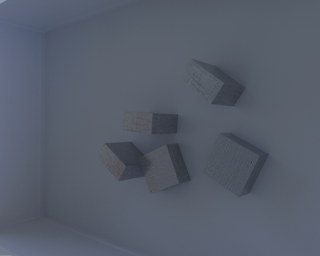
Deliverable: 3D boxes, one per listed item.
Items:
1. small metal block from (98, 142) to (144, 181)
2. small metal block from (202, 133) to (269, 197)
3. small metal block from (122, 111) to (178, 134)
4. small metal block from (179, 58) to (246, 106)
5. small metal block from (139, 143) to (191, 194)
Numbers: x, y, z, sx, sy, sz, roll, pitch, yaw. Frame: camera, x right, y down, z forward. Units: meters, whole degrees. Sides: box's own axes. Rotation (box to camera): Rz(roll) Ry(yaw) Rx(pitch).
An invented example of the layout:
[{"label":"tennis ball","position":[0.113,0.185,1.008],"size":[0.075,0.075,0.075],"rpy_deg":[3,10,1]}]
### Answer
[{"label":"small metal block","position":[-0.048,0.045,0.428],"size":[0.050,0.050,0.025],"rpy_deg":[41,115,32]},{"label":"small metal block","position":[0.081,0.039,0.339],"size":[0.050,0.025,0.050],"rpy_deg":[33,110,35]},{"label":"small metal block","position":[-0.013,-0.007,0.399],"size":[0.050,0.050,0.025],"rpy_deg":[6,94,39]},{"label":"small metal block","position":[0.058,-0.049,0.341],"size":[0.050,0.050,0.025],"rpy_deg":[44,117,30]},{"label":"small metal block","position":[0.006,0.053,0.400],"size":[0.050,0.025,0.050],"rpy_deg":[-29,72,36]}]
